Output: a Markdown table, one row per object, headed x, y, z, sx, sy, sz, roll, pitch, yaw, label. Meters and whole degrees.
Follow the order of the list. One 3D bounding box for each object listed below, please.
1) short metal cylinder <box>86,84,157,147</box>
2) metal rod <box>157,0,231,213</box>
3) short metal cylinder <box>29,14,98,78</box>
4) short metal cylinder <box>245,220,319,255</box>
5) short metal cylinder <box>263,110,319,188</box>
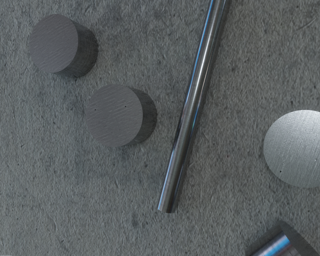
| x | y | z | sx | sy | sz | roll | pitch | yaw | label |
| --- | --- | --- | --- | --- | --- | --- | --- | --- | --- |
| -0.050 | -0.016 | 0.413 | 0.080 | 0.050 | 0.080 | 0 | 90 | 20 | short metal cylinder |
| 0.044 | -0.038 | 0.393 | 0.025 | 0.025 | 0.298 | 16 | 95 | 19 | metal rod |
| -0.137 | -0.115 | 0.444 | 0.080 | 0.050 | 0.080 | 0 | 90 | 20 | short metal cylinder |
| 0.139 | 0.147 | 0.331 | 0.080 | 0.080 | 0.050 | 47 | 104 | 14 | short metal cylinder |
| 0.157 | 0.021 | 0.340 | 0.080 | 0.050 | 0.080 | 0 | 90 | 20 | short metal cylinder |
